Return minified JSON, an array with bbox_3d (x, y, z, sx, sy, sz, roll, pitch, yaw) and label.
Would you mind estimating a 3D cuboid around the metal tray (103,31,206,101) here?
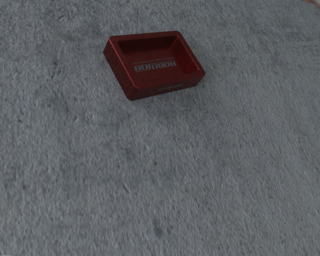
[{"bbox_3d":[-0.006,-0.096,0.457,0.131,0.030,0.090,-17,71,-35],"label":"metal tray"}]
